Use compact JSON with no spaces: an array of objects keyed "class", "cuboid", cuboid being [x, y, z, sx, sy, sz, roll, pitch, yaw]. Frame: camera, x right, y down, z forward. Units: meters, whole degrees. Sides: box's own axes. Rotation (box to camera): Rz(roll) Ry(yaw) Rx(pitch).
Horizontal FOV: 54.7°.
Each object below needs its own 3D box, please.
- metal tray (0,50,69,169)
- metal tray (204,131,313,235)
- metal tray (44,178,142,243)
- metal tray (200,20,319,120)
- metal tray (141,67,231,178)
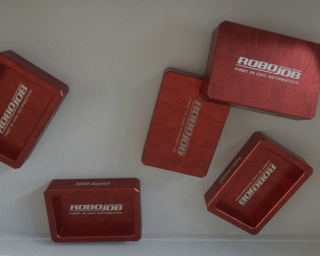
[{"class":"metal tray","cuboid":[-0.190,-0.021,0.398,0.090,0.030,0.129,33,107,-12]},{"class":"metal tray","cuboid":[0.136,0.080,0.439,0.090,0.030,0.129,31,107,-11]},{"class":"metal tray","cuboid":[-0.094,0.120,0.451,0.131,0.030,0.089,-1,110,0]},{"class":"metal tray","cuboid":[0.121,-0.065,0.365,0.131,0.030,0.090,11,88,-7]},{"class":"metal tray","cuboid":[0.034,-0.005,0.407,0.091,0.030,0.129,14,110,-5]}]
